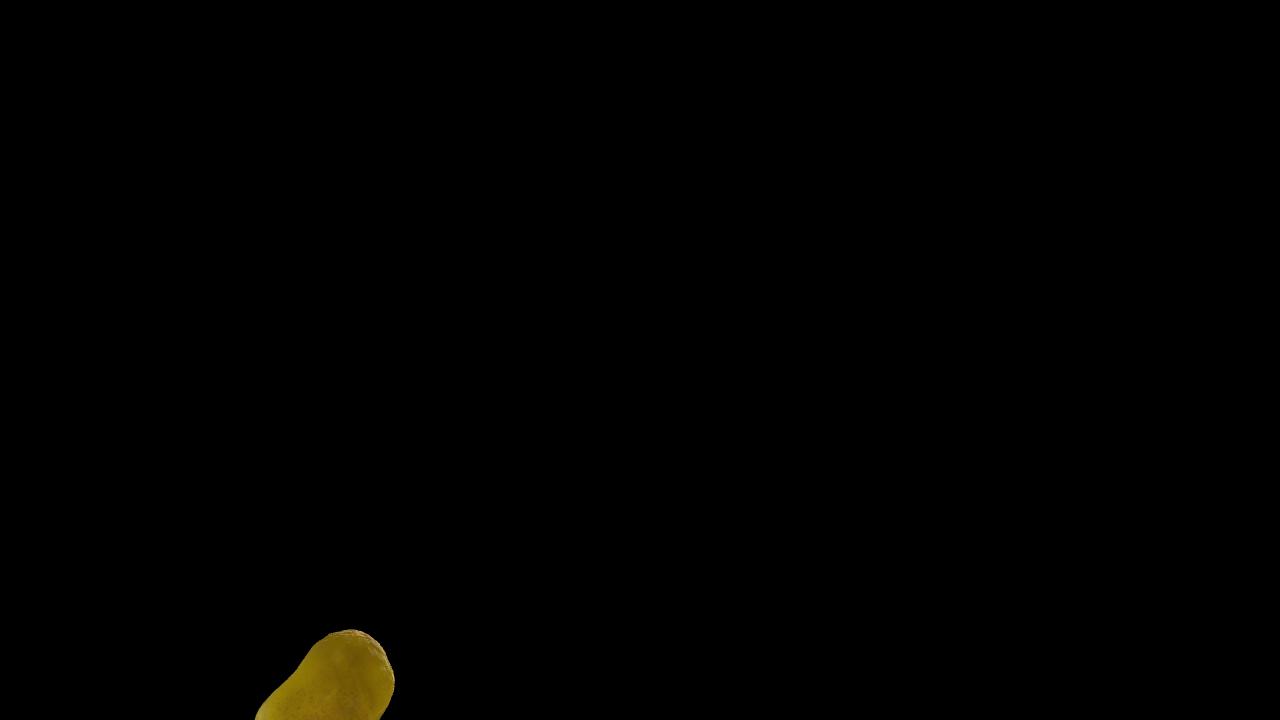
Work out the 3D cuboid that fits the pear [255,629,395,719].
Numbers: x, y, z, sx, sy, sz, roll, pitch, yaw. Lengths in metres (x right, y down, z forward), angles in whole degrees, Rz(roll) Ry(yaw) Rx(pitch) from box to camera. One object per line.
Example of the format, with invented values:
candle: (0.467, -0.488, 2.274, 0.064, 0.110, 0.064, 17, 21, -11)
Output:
pear: (-0.246, 0.262, 0.465, 0.080, 0.080, 0.111, 0, 17, 38)
